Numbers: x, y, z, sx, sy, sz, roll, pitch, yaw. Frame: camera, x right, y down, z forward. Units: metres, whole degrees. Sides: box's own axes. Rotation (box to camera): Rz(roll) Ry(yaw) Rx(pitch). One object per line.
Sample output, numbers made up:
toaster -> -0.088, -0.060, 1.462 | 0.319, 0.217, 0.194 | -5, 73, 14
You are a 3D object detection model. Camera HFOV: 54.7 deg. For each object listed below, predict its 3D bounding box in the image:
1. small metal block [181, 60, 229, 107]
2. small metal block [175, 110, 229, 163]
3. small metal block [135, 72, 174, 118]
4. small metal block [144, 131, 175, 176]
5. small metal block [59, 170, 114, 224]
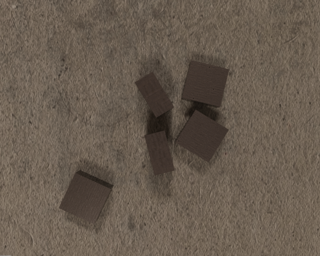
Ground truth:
small metal block -> 0.059, -0.057, 0.411 | 0.050, 0.025, 0.050 | 14, 90, -1
small metal block -> 0.054, 0.010, 0.411 | 0.050, 0.025, 0.050 | 31, 90, -1
small metal block -> -0.007, -0.040, 0.397 | 0.025, 0.050, 0.050 | -31, 90, 0
small metal block -> -0.001, 0.030, 0.398 | 0.025, 0.050, 0.050 | -14, 90, 0
small metal block -> -0.096, 0.090, 0.409 | 0.050, 0.025, 0.050 | 25, 90, -1
